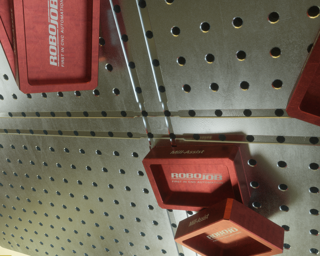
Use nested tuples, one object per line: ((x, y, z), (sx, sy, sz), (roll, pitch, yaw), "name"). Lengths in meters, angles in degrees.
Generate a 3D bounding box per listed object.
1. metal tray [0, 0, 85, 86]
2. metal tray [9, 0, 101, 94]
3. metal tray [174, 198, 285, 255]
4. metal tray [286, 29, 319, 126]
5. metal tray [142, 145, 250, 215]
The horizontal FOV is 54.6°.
((-0.147, -0.123, 0.371), (0.030, 0.091, 0.129), (35, 141, 54), "metal tray")
((-0.117, -0.107, 0.352), (0.030, 0.091, 0.129), (40, 130, 50), "metal tray")
((0.090, 0.147, 0.423), (0.090, 0.030, 0.129), (31, 141, -10), "metal tray")
((0.181, -0.057, 0.276), (0.090, 0.030, 0.129), (21, 127, 15), "metal tray")
((0.049, 0.071, 0.426), (0.130, 0.030, 0.090), (-4, 117, 30), "metal tray")
